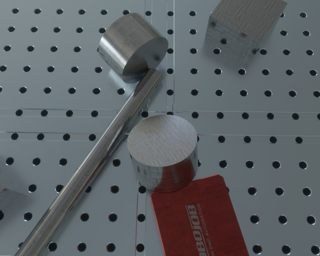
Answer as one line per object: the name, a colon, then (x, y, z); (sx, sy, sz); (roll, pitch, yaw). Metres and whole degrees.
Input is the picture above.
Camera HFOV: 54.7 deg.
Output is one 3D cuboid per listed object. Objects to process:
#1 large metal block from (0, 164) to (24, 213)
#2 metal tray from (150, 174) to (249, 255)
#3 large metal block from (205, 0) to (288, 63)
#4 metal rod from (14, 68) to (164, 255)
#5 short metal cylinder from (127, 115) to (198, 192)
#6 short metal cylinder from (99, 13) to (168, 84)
large metal block: (-0.230, 0.074, 0.370); (0.080, 0.050, 0.080); (-41, 75, -14)
metal tray: (0.047, 0.129, 0.362); (0.091, 0.030, 0.130); (-14, 71, -5)
large metal block: (0.125, -0.158, 0.457); (0.080, 0.050, 0.080); (32, 73, 11)
metal rod: (-0.084, 0.043, 0.395); (0.025, 0.025, 0.300); (30, 73, 10)
short metal cylinder: (0.005, 0.029, 0.372); (0.080, 0.050, 0.080); (-4, 46, 4)
short metal cylinder: (-0.035, -0.107, 0.421); (0.080, 0.080, 0.050); (-39, 75, -13)
